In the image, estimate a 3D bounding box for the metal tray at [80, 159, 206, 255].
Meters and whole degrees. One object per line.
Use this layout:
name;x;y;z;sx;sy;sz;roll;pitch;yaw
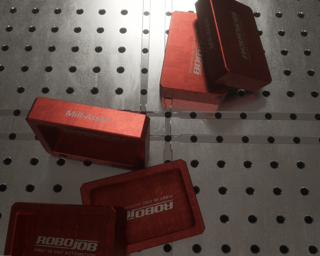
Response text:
metal tray;-0.022;0.097;0.373;0.131;0.030;0.090;-13;71;-6

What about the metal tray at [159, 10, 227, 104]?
metal tray;0.053;-0.104;0.448;0.091;0.030;0.130;8;70;2

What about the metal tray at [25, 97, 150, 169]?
metal tray;-0.079;0.010;0.370;0.131;0.090;0.030;10;60;3

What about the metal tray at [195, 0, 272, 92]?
metal tray;0.101;-0.120;0.430;0.091;0.030;0.129;6;66;-34

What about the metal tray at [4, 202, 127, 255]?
metal tray;-0.104;0.129;0.336;0.130;0.030;0.090;-2;75;17
